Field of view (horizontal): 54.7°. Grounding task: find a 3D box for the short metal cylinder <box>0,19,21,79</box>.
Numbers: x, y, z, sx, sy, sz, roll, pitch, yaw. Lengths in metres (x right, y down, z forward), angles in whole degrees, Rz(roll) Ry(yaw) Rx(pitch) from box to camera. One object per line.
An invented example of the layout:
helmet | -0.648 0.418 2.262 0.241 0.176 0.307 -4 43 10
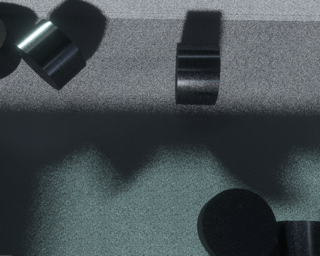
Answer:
short metal cylinder | -0.246 -0.113 0.436 0.081 0.050 0.080 0 70 0

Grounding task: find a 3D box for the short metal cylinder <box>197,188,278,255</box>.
short metal cylinder | 0.086 0.113 0.355 0.081 0.050 0.080 0 70 0

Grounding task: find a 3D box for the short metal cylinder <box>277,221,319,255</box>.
short metal cylinder | 0.169 0.129 0.334 0.080 0.080 0.050 4 70 1

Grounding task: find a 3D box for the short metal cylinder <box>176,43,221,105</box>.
short metal cylinder | 0.047 -0.070 0.406 0.050 0.080 0.080 1 70 0

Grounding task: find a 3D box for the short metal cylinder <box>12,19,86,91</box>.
short metal cylinder | -0.146 -0.096 0.414 0.080 0.080 0.050 39 75 13
